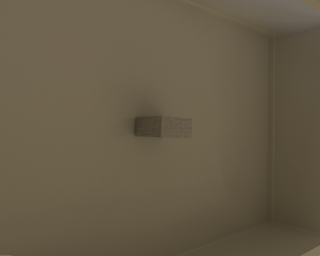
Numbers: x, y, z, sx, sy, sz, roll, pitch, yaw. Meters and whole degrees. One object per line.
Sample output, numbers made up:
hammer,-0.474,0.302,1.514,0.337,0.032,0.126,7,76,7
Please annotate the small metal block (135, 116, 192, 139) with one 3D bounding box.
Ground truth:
small metal block,0.005,-0.001,0.392,0.050,0.050,0.025,4,87,-40
